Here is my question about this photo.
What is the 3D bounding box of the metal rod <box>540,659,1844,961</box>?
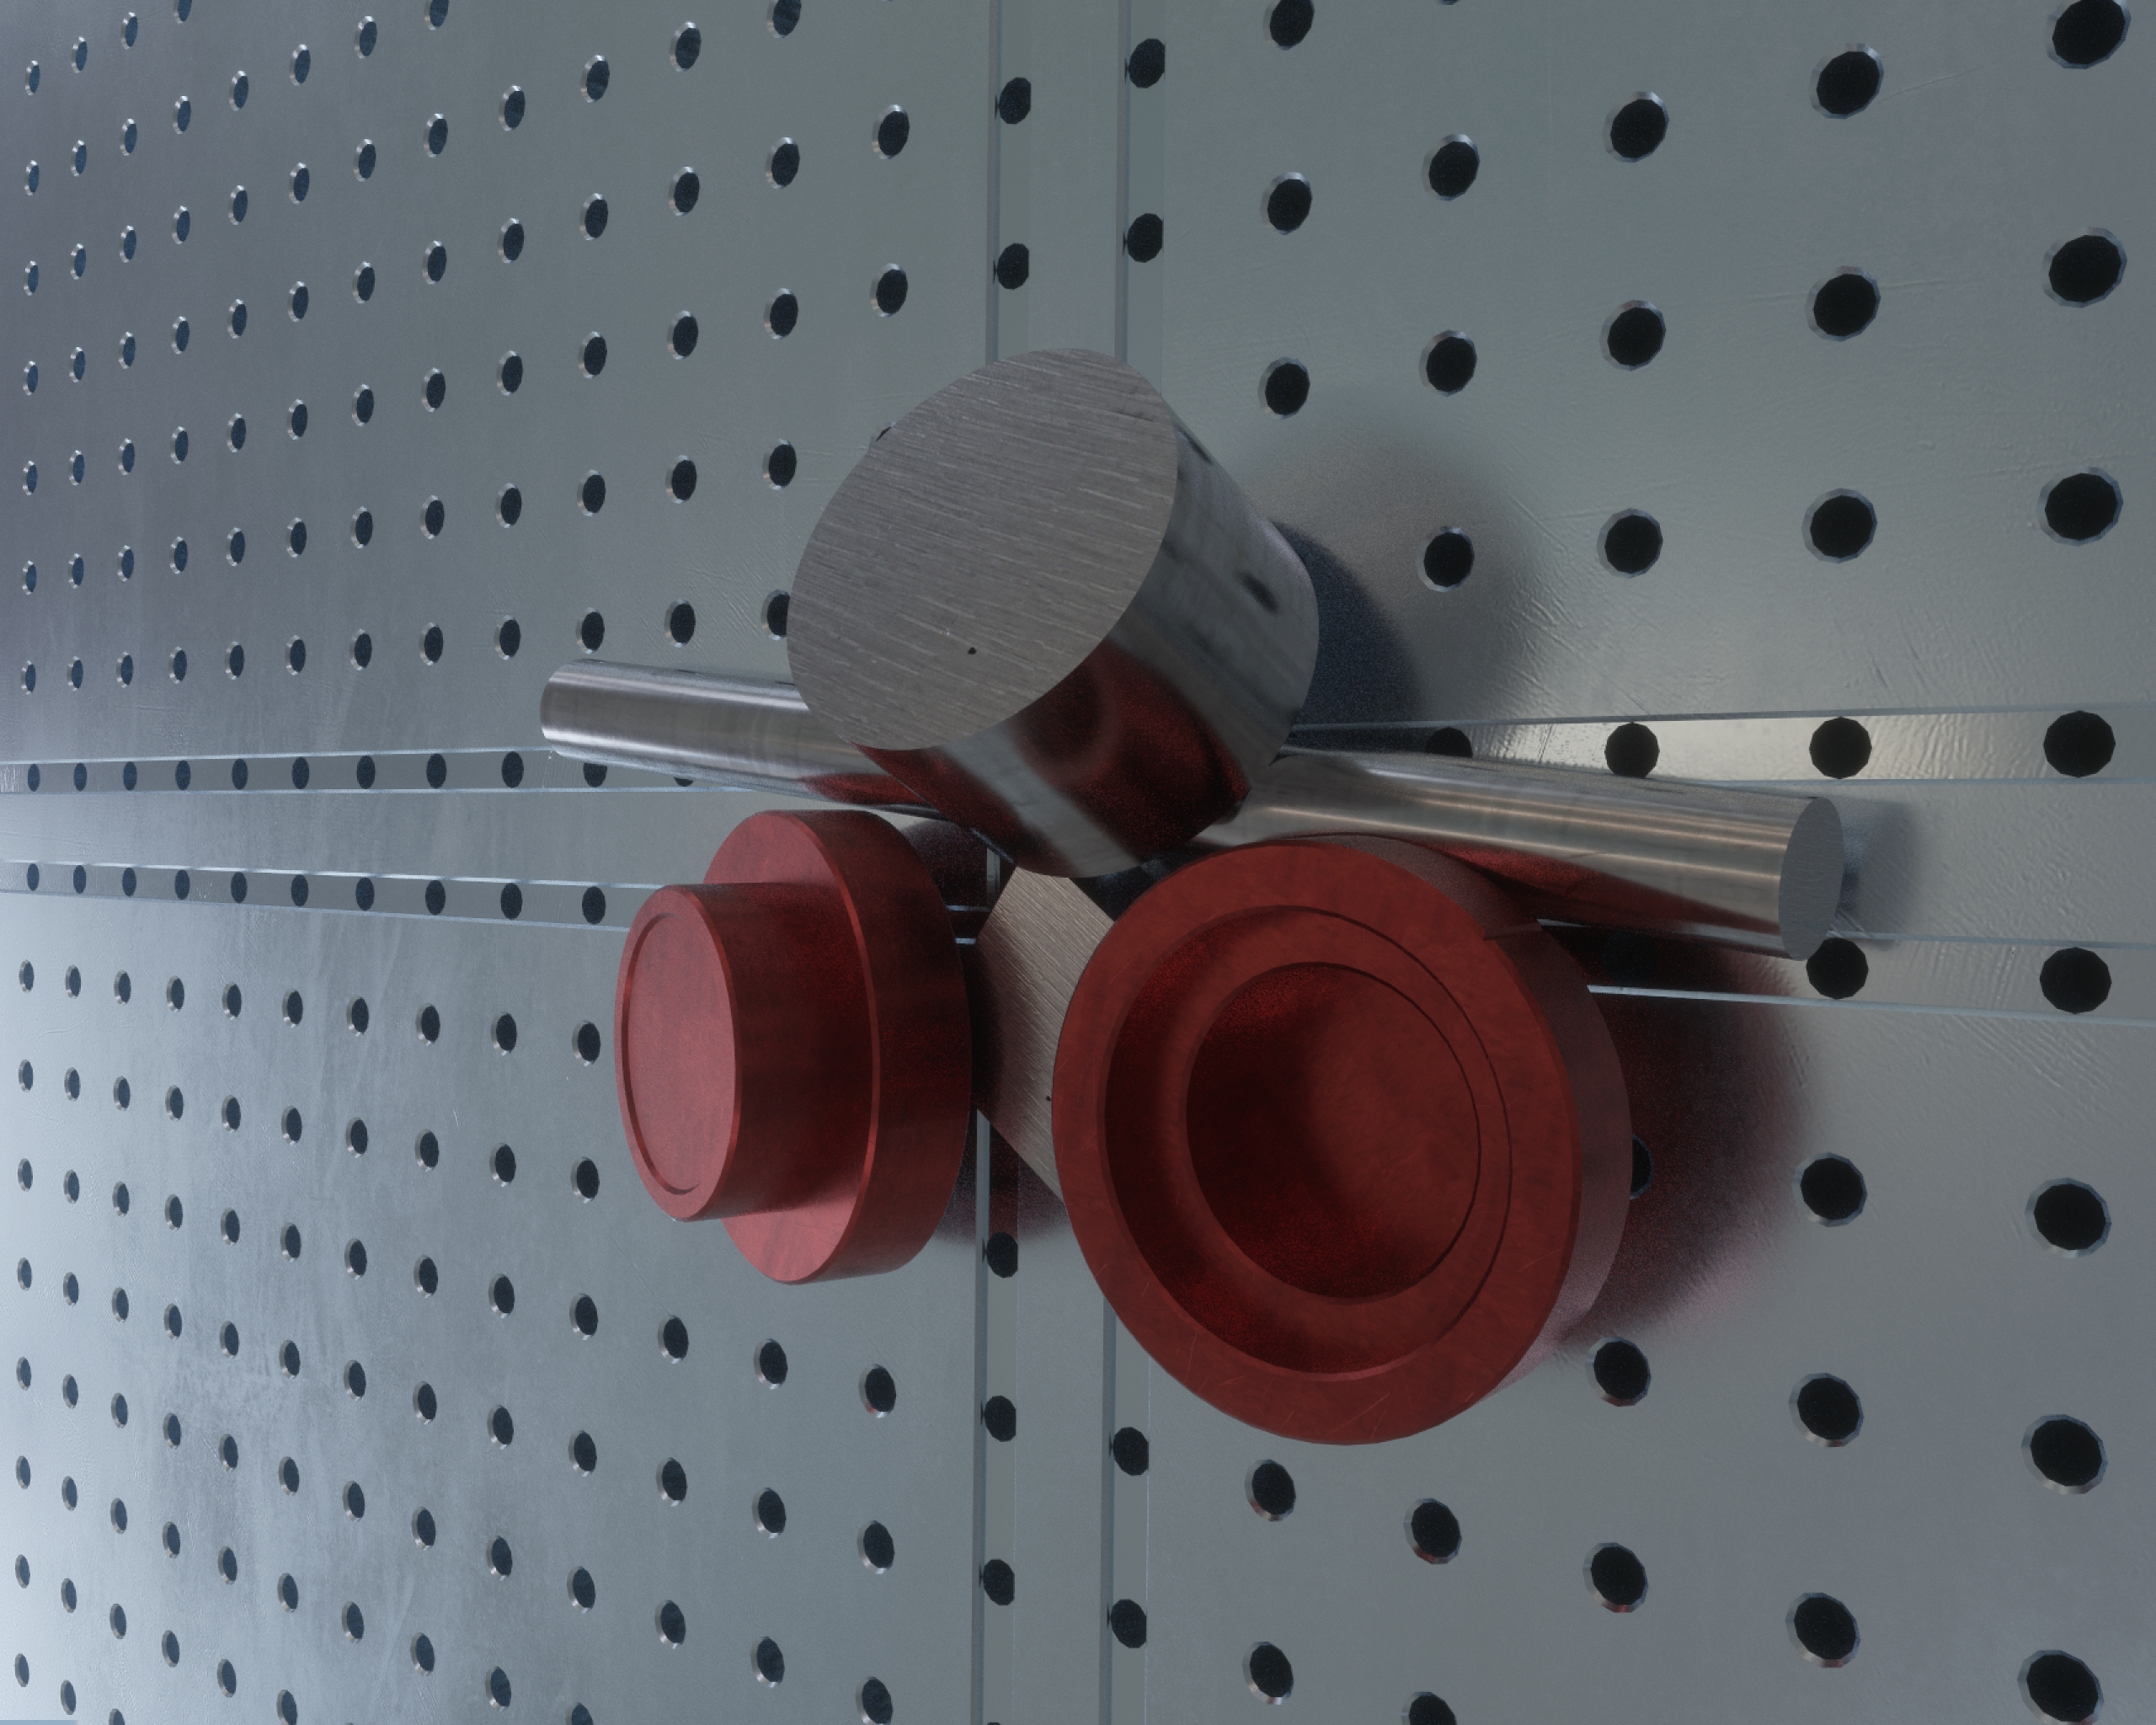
[{"bbox_3d":[-0.004,-0.017,0.408,0.300,0.025,0.025,10,96,39],"label":"metal rod"}]

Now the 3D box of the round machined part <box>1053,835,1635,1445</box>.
[{"bbox_3d":[0.047,0.044,0.352,0.098,0.042,0.097,2,94,37],"label":"round machined part"}]

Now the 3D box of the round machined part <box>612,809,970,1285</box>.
[{"bbox_3d":[-0.064,0.038,0.429,0.098,0.042,0.097,3,93,58],"label":"round machined part"}]

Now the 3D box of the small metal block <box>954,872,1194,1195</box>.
[{"bbox_3d":[0.003,0.031,0.402,0.050,0.025,0.050,44,116,31],"label":"small metal block"}]

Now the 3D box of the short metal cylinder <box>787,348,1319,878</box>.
[{"bbox_3d":[-0.004,-0.044,0.373,0.080,0.050,0.080,-17,55,27],"label":"short metal cylinder"}]
